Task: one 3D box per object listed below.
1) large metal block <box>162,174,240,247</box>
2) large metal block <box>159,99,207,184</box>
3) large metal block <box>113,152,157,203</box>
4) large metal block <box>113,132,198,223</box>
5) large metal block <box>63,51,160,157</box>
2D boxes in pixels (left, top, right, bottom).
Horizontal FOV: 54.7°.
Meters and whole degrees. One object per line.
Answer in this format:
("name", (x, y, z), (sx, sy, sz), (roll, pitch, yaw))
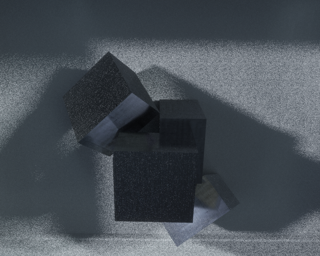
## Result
("large metal block", (0.053, 0.105, 0.412), (0.080, 0.080, 0.050), (-39, 71, 13))
("large metal block", (0.024, 0.014, 0.384), (0.050, 0.080, 0.079), (1, 110, -1))
("large metal block", (-0.029, 0.059, 0.402), (0.050, 0.080, 0.079), (1, 110, -1))
("large metal block", (-0.005, 0.051, 0.329), (0.081, 0.050, 0.079), (2, 110, -1))
("large metal block", (-0.059, -0.028, 0.362), (0.080, 0.080, 0.050), (-41, 140, 13))
